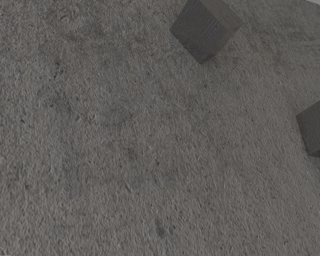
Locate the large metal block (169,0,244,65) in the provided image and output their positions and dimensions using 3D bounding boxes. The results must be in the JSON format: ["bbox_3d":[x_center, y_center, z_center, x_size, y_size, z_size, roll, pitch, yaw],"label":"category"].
[{"bbox_3d":[0.074,-0.167,0.510,0.080,0.080,0.050,49,51,6],"label":"large metal block"}]

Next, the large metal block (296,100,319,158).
[{"bbox_3d":[0.289,-0.002,0.525,0.050,0.080,0.080,12,57,-22],"label":"large metal block"}]
